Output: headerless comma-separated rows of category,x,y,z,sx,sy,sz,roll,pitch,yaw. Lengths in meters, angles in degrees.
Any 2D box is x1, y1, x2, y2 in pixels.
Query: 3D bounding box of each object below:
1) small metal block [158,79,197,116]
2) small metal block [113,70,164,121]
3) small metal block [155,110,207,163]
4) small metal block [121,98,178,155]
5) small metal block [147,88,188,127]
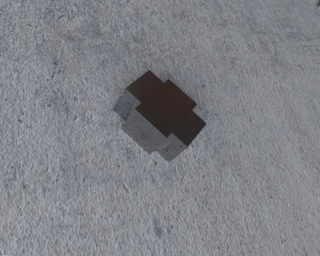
small metal block,0.013,-0.029,0.415,0.050,0.050,0.025,42,51,0
small metal block,-0.028,-0.041,0.399,0.025,0.050,0.050,43,51,1
small metal block,0.026,0.011,0.397,0.025,0.050,0.050,43,51,1
small metal block,-0.014,-0.001,0.383,0.050,0.050,0.025,43,51,0
small metal block,-0.001,-0.015,0.399,0.050,0.050,0.025,43,51,0
